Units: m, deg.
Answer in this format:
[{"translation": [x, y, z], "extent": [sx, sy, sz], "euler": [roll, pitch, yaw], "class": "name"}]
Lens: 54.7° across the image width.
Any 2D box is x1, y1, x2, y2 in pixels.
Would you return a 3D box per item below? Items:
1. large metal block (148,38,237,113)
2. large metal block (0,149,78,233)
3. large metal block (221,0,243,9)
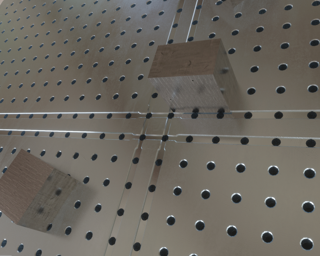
[{"translation": [0.043, -0.061, 0.387], "extent": [0.080, 0.080, 0.050], "euler": [2, 63, 28], "class": "large metal block"}, {"translation": [-0.176, 0.085, 0.430], "extent": [0.080, 0.050, 0.080], "euler": [19, 72, 35], "class": "large metal block"}, {"translation": [0.117, -0.246, 0.481], "extent": [0.080, 0.050, 0.080], "euler": [-36, 51, 3], "class": "large metal block"}]
